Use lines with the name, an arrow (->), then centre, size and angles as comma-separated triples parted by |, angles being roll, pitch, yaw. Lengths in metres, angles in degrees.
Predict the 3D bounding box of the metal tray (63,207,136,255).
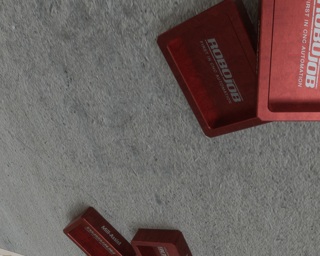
metal tray -> -0.117, 0.221, 0.601 | 0.130, 0.030, 0.090 | 46, 129, -5

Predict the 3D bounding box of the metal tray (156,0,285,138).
metal tray -> 0.066, -0.059, 0.332 | 0.090, 0.030, 0.130 | -18, 109, 35

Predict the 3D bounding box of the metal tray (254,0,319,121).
metal tray -> 0.131, -0.071, 0.266 | 0.090, 0.030, 0.129 | 0, 113, 11

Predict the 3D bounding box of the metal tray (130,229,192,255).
metal tray -> 0.014, 0.237, 0.542 | 0.090, 0.030, 0.129 | -10, 114, 32
